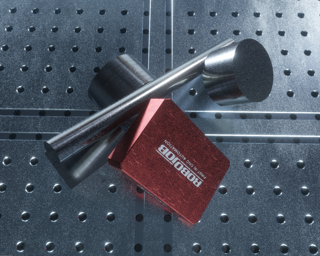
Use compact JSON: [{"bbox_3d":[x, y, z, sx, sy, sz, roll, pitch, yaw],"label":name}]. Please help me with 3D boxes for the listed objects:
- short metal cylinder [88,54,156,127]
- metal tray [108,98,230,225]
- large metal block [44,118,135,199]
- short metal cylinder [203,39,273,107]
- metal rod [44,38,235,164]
[{"bbox_3d":[-0.044,-0.048,0.399,0.080,0.080,0.050,-42,76,-14],"label":"short metal cylinder"},{"bbox_3d":[0.017,0.039,0.353,0.130,0.030,0.090,44,70,-30],"label":"metal tray"},{"bbox_3d":[-0.076,0.034,0.368,0.080,0.080,0.050,-38,75,-13],"label":"large metal block"},{"bbox_3d":[0.102,-0.070,0.404,0.081,0.050,0.080,3,84,-37],"label":"short metal cylinder"},{"bbox_3d":[0.001,-0.049,0.373,0.025,0.025,0.302,45,55,14],"label":"metal rod"}]
